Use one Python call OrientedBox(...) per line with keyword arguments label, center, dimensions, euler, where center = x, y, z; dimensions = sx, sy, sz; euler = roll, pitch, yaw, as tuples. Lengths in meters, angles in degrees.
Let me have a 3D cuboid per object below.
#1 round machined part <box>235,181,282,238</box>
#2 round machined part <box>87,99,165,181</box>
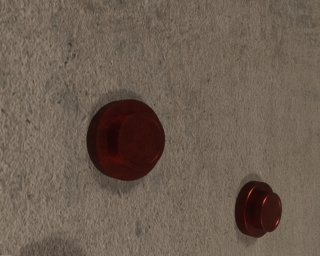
OrientedBox(label="round machined part", center=(0.180, 0.145, 0.548), dimensions=(0.099, 0.042, 0.097), euler=(0, 90, -40))
OrientedBox(label="round machined part", center=(-0.033, 0.015, 0.368), dimensions=(0.099, 0.042, 0.097), euler=(0, 90, -40))
